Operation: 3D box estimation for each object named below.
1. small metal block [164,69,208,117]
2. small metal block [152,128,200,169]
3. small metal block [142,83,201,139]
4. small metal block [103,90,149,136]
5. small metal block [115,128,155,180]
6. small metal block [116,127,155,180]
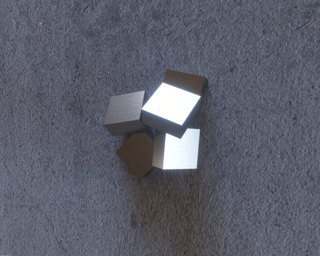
[{"bbox_3d":[0.030,-0.045,0.399,0.050,0.025,0.050,15,95,19],"label":"small metal block"},{"bbox_3d":[0.020,0.024,0.387,0.025,0.050,0.050,6,92,58],"label":"small metal block"},{"bbox_3d":[0.014,-0.021,0.364,0.050,0.025,0.050,23,54,18],"label":"small metal block"},{"bbox_3d":[-0.042,-0.019,0.411,0.050,0.025,0.050,-8,50,19],"label":"small metal block"},{"bbox_3d":[-0.022,0.033,0.417,0.050,0.025,0.050,-46,76,14],"label":"small metal block"},{"bbox_3d":[-0.022,0.033,0.417,0.050,0.025,0.050,-46,76,14],"label":"small metal block"}]
